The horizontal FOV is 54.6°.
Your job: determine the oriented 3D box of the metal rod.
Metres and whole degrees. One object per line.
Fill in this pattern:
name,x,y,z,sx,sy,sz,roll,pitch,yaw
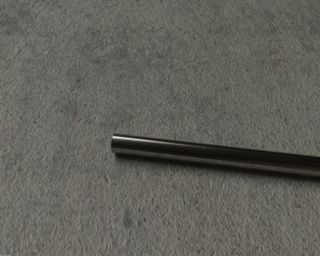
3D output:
metal rod,0.092,0.035,0.374,0.301,0.025,0.025,6,50,5
